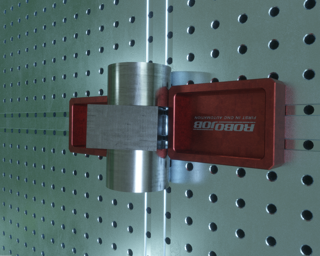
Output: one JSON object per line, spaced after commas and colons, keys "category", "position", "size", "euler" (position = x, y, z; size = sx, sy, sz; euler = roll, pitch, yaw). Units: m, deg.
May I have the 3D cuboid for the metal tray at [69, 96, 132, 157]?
{"category": "metal tray", "position": [-0.091, -0.003, 0.481], "size": [0.130, 0.030, 0.089], "euler": [2, 91, 40]}

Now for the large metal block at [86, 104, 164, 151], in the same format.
{"category": "large metal block", "position": [-0.039, -0.001, 0.387], "size": [0.080, 0.080, 0.050], "euler": [2, 91, 6]}

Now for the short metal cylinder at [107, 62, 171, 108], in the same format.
{"category": "short metal cylinder", "position": [-0.026, -0.052, 0.395], "size": [0.080, 0.081, 0.050], "euler": [2, 91, 40]}

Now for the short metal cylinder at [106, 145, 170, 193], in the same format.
{"category": "short metal cylinder", "position": [-0.028, 0.049, 0.396], "size": [0.080, 0.081, 0.050], "euler": [3, 92, 40]}

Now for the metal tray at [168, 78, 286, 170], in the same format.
{"category": "metal tray", "position": [0.069, -0.005, 0.349], "size": [0.130, 0.030, 0.089], "euler": [1, 91, 40]}
